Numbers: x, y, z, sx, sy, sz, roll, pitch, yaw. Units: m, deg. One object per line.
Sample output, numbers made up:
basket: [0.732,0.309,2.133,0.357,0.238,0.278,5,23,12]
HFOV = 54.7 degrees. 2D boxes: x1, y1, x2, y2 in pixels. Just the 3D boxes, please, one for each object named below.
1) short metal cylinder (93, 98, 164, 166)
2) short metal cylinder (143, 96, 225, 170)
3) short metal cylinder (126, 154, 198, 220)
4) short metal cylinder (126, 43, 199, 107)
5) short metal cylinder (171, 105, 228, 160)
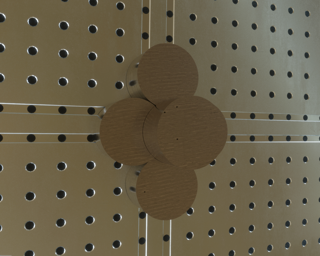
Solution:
short metal cylinder: [-0.039,0.004,0.385,0.081,0.050,0.079,0,90,-20]
short metal cylinder: [0.026,0.005,0.355,0.081,0.050,0.079,0,90,-20]
short metal cylinder: [0.001,0.072,0.399,0.081,0.050,0.080,1,88,-20]
short metal cylinder: [0.002,-0.064,0.400,0.081,0.050,0.079,0,90,-21]
short metal cylinder: [0.042,0.005,0.414,0.081,0.050,0.079,0,90,-20]
